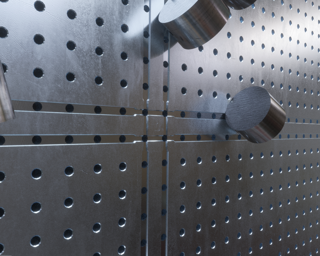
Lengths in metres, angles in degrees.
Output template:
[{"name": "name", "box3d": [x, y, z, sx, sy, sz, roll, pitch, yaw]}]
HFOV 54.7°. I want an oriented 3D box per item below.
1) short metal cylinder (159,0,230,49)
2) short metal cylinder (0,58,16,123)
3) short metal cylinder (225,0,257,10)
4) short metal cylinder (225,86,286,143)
[{"name": "short metal cylinder", "box3d": [0.045, -0.152, 0.413, 0.050, 0.080, 0.080, 41, 65, -33]}, {"name": "short metal cylinder", "box3d": [-0.161, -0.023, 0.239, 0.081, 0.080, 0.050, -18, 102, -39]}, {"name": "short metal cylinder", "box3d": [0.115, -0.228, 0.472, 0.050, 0.080, 0.080, 6, 86, -40]}, {"name": "short metal cylinder", "box3d": [0.156, -0.021, 0.507, 0.050, 0.080, 0.080, 32, 70, -36]}]
